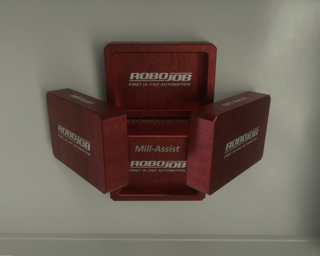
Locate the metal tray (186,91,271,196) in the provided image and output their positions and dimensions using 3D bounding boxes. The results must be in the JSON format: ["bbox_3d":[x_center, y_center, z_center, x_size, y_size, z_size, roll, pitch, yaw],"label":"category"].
[{"bbox_3d":[0.084,0.012,0.365,0.030,0.131,0.089,18,116,39],"label":"metal tray"}]

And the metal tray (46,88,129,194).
[{"bbox_3d":[-0.088,0.010,0.363,0.030,0.130,0.089,-17,116,-39],"label":"metal tray"}]

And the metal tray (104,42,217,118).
[{"bbox_3d":[0.001,-0.060,0.384,0.131,0.030,0.089,0,111,-1],"label":"metal tray"}]

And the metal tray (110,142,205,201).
[{"bbox_3d":[-0.003,0.054,0.425,0.131,0.030,0.089,0,110,-1],"label":"metal tray"}]

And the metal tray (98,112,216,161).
[{"bbox_3d":[-0.004,0.007,0.377,0.131,0.090,0.030,0,110,-1],"label":"metal tray"}]
